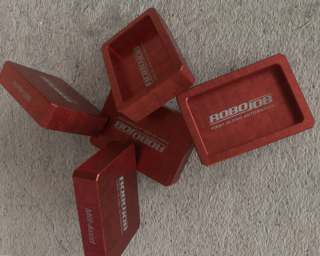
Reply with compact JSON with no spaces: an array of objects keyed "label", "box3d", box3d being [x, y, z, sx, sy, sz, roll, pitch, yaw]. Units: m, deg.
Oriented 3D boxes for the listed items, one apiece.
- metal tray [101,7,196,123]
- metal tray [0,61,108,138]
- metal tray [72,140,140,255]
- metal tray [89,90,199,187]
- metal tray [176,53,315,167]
[{"label":"metal tray","box3d":[-0.021,-0.081,0.383,0.090,0.030,0.130,-33,51,16]},{"label":"metal tray","box3d":[-0.141,-0.038,0.407,0.130,0.090,0.030,37,102,33]},{"label":"metal tray","box3d":[-0.059,0.091,0.375,0.030,0.090,0.129,6,113,20]},{"label":"metal tray","box3d":[-0.020,0.008,0.413,0.130,0.030,0.090,27,99,17]},{"label":"metal tray","box3d":[0.094,-0.019,0.357,0.131,0.030,0.090,-21,83,3]}]
